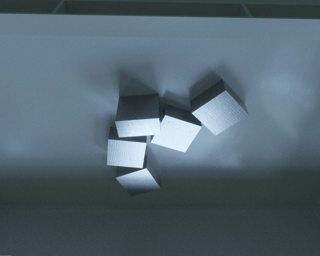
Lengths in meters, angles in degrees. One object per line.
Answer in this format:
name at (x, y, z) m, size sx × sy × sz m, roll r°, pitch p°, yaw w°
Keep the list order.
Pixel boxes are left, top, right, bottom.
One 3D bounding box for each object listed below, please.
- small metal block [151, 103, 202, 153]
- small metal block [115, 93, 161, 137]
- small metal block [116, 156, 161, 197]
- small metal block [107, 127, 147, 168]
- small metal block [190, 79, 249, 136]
small metal block at (0.020, 0.001, 0.410) m, size 0.050 × 0.025 × 0.050 m, roll 17°, pitch 128°, yaw -15°
small metal block at (-0.025, -0.016, 0.379) m, size 0.050 × 0.050 × 0.025 m, roll -4°, pitch 130°, yaw 3°
small metal block at (-0.032, 0.074, 0.472) m, size 0.050 × 0.025 × 0.050 m, roll -19°, pitch 128°, yaw 15°
small metal block at (-0.046, 0.028, 0.432) m, size 0.050 × 0.025 × 0.050 m, roll 6°, pitch 130°, yaw -6°
small metal block at (0.074, -0.025, 0.389) m, size 0.050 × 0.025 × 0.050 m, roll -35°, pitch 123°, yaw 25°
